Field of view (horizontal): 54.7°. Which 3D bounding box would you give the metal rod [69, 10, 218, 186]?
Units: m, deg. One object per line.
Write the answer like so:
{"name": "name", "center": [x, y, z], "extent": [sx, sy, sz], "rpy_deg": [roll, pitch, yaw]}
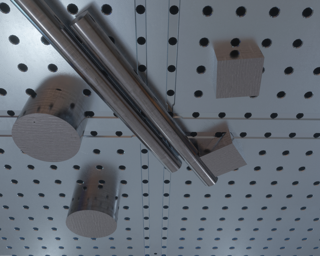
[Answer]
{"name": "metal rod", "center": [-0.002, -0.016, 0.397], "extent": [0.025, 0.025, 0.300], "rpy_deg": [-26, 126, 20]}

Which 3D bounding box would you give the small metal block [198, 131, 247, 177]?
{"name": "small metal block", "center": [0.090, 0.038, 0.445], "extent": [0.050, 0.025, 0.050], "rpy_deg": [-26, 126, 20]}

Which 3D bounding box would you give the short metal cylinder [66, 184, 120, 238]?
{"name": "short metal cylinder", "center": [-0.109, 0.138, 0.511], "extent": [0.081, 0.050, 0.079], "rpy_deg": [0, 130, 0]}

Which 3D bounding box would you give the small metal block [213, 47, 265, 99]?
{"name": "small metal block", "center": [0.089, -0.063, 0.359], "extent": [0.050, 0.025, 0.050], "rpy_deg": [-4, 130, 3]}

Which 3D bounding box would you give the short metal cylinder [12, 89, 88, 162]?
{"name": "short metal cylinder", "center": [-0.136, -0.002, 0.392], "extent": [0.081, 0.050, 0.079], "rpy_deg": [0, 130, 0]}

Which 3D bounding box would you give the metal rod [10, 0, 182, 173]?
{"name": "metal rod", "center": [-0.059, -0.040, 0.376], "extent": [0.025, 0.025, 0.300], "rpy_deg": [-26, 126, 20]}
